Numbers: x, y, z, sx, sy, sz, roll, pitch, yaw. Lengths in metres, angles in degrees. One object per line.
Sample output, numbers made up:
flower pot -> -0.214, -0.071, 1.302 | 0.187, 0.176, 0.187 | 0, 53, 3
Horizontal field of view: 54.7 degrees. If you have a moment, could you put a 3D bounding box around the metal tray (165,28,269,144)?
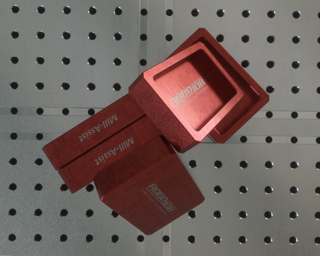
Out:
metal tray -> 0.066, -0.054, 0.410 | 0.090, 0.030, 0.130 | -44, 91, 0

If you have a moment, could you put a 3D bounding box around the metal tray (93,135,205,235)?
metal tray -> -0.006, 0.074, 0.367 | 0.090, 0.130, 0.030 | -32, 49, 0

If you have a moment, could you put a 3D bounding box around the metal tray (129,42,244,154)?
metal tray -> 0.036, -0.041, 0.357 | 0.090, 0.030, 0.131 | 51, 45, 0

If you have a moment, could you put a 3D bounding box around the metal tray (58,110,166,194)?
metal tray -> -0.049, 0.025, 0.379 | 0.130, 0.090, 0.030 | -32, 90, 0

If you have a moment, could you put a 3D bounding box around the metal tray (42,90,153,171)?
metal tray -> -0.067, 0.000, 0.380 | 0.130, 0.090, 0.030 | -32, 90, 0
